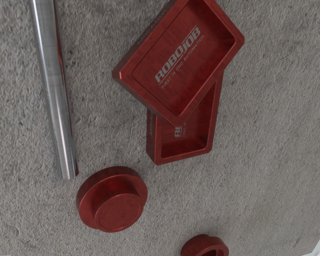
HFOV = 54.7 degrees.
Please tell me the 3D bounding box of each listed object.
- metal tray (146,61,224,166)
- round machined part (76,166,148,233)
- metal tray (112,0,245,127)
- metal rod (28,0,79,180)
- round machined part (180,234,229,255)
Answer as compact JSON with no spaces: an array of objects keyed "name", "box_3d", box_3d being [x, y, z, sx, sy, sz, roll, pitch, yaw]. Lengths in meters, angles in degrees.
[{"name":"metal tray","box_3d":[0.030,-0.019,0.408,0.091,0.030,0.129,-11,123,-23]},{"name":"round machined part","box_3d":[-0.062,0.105,0.427,0.099,0.042,0.097,-14,124,-21]},{"name":"metal tray","box_3d":[0.023,-0.077,0.336,0.090,0.030,0.130,41,82,-25]},{"name":"metal rod","box_3d":[-0.107,-0.073,0.303,0.025,0.025,0.298,-12,124,-22]},{"name":"round machined part","box_3d":[0.078,0.242,0.589,0.099,0.042,0.097,-14,124,-21]}]
